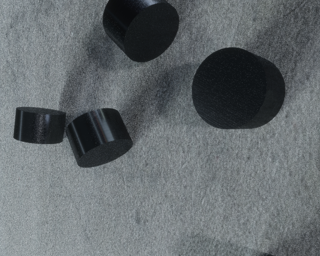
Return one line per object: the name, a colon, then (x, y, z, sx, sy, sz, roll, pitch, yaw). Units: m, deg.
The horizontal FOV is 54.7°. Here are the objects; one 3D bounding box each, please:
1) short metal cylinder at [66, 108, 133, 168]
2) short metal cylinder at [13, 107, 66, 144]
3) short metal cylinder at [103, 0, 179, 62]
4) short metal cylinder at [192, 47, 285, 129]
short metal cylinder: (-0.085, 0.015, 0.437, 0.080, 0.081, 0.050, -40, 66, 32)
short metal cylinder: (-0.208, -0.006, 0.537, 0.080, 0.081, 0.050, 15, 100, 38)
short metal cylinder: (-0.023, -0.130, 0.387, 0.050, 0.081, 0.080, 49, 119, 28)
short metal cylinder: (0.081, -0.039, 0.321, 0.080, 0.050, 0.079, 0, 90, 39)
